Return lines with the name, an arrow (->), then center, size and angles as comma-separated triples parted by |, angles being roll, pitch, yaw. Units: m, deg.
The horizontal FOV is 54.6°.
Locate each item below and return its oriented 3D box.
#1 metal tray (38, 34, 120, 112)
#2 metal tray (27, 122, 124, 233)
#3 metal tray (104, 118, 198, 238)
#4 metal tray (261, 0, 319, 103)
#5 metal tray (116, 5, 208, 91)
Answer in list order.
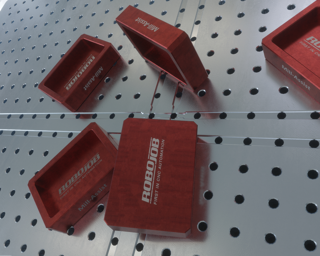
metal tray -> -0.142, -0.099, 0.541 | 0.090, 0.030, 0.130 | 28, 77, 37
metal tray -> -0.111, 0.064, 0.425 | 0.130, 0.030, 0.090 | -44, 51, -2
metal tray -> -0.006, 0.053, 0.358 | 0.090, 0.030, 0.130 | 4, 61, 7
metal tray -> 0.193, -0.085, 0.355 | 0.090, 0.030, 0.130 | -35, 51, 4
metal tray -> 0.002, -0.113, 0.435 | 0.030, 0.090, 0.130 | -47, 51, -4
